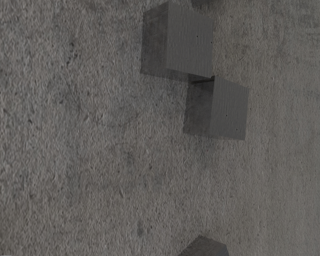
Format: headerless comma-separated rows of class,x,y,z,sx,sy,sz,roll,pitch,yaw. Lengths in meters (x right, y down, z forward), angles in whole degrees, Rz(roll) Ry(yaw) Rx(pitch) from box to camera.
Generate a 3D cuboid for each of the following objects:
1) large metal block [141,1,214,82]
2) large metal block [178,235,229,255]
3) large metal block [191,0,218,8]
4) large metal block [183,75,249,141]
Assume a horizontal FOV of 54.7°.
large metal block,0.024,-0.108,0.407,0.081,0.050,0.080,4,88,-40
large metal block,0.060,0.215,0.439,0.081,0.050,0.080,-30,109,-36
large metal block,0.080,-0.232,0.455,0.081,0.050,0.080,-32,110,-35
large metal block,0.084,-0.026,0.459,0.081,0.050,0.080,10,83,-40
